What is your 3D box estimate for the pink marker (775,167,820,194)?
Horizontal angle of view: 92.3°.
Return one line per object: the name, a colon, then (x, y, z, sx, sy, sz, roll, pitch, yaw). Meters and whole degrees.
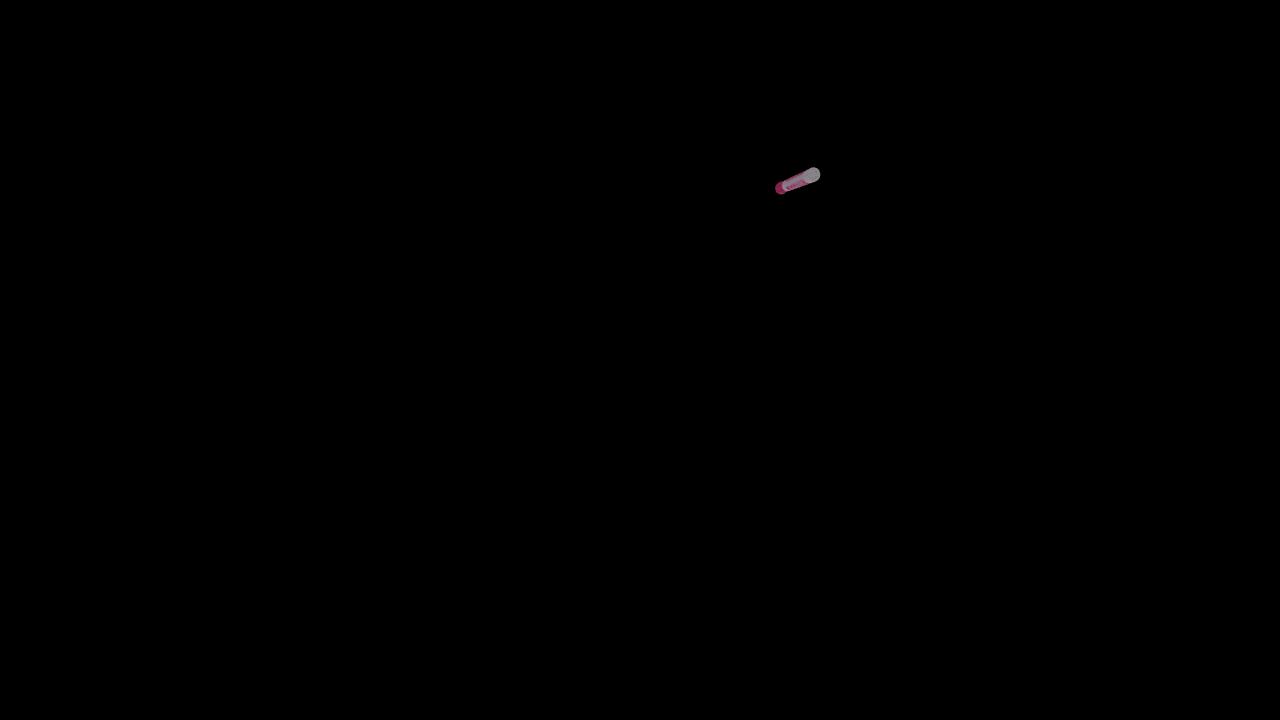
pink marker: (0.221, -0.253, 0.876, 0.020, 0.020, 0.121, 0, 7, -9)
